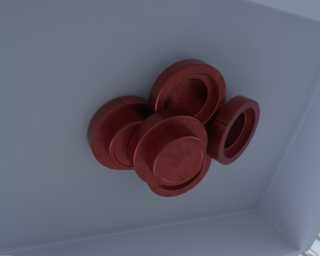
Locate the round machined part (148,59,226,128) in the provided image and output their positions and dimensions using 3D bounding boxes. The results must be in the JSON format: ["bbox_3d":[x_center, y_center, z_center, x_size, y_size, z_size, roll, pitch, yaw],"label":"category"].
[{"bbox_3d":[0.030,-0.040,0.389,0.099,0.042,0.097,-14,125,-21],"label":"round machined part"}]

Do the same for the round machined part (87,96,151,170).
[{"bbox_3d":[-0.036,0.013,0.383,0.099,0.042,0.097,-14,125,-21],"label":"round machined part"}]

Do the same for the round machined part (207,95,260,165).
[{"bbox_3d":[0.095,-0.001,0.435,0.099,0.042,0.097,-30,135,-35],"label":"round machined part"}]

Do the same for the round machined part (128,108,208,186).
[{"bbox_3d":[0.015,0.029,0.367,0.099,0.042,0.097,-14,125,-21],"label":"round machined part"}]

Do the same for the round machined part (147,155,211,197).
[{"bbox_3d":[0.020,0.046,0.436,0.099,0.042,0.097,-14,125,-21],"label":"round machined part"}]
